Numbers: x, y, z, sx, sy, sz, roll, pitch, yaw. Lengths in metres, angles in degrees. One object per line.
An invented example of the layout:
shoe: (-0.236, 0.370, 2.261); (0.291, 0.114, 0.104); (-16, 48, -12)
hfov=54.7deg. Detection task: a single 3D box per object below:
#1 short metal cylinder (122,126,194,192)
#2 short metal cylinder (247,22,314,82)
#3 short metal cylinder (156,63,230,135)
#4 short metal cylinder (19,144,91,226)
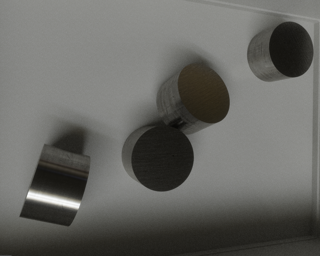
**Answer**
short metal cylinder: (-0.004, 0.037, 0.397); (0.081, 0.050, 0.079); (0, 90, -20)
short metal cylinder: (0.180, -0.112, 0.465); (0.081, 0.050, 0.079); (0, 90, -20)
short metal cylinder: (0.043, -0.036, 0.401); (0.081, 0.050, 0.080); (12, 67, -29)
short metal cylinder: (-0.114, 0.062, 0.340); (0.050, 0.080, 0.080); (19, 84, -20)
